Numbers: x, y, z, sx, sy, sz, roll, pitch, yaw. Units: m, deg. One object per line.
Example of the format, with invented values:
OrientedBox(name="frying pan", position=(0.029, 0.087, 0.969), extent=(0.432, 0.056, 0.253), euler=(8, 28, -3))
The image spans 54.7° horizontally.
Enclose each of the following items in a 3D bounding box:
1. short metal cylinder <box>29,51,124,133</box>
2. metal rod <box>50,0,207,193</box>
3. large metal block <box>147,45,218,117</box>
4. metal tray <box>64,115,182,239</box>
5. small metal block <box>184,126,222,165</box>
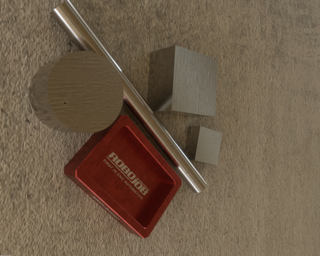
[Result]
OrientedBox(name="short metal cylinder", position=(-0.085, -0.035, 0.320), extent=(0.081, 0.050, 0.079), euler=(0, 90, -40))
OrientedBox(name="metal rod", position=(-0.023, -0.020, 0.388), extent=(0.025, 0.025, 0.300), euler=(-53, 121, -27))
OrientedBox(name="large metal block", position=(0.031, -0.058, 0.418), extent=(0.081, 0.050, 0.080), euler=(6, 87, -40))
OrientedBox(name="metal tray", position=(-0.038, 0.059, 0.373), extent=(0.130, 0.030, 0.090), euler=(52, 60, -28))
OrientedBox(name="small metal block", position=(0.064, 0.027, 0.463), extent=(0.050, 0.025, 0.050), euler=(17, 79, -39))
